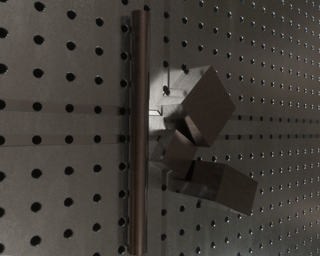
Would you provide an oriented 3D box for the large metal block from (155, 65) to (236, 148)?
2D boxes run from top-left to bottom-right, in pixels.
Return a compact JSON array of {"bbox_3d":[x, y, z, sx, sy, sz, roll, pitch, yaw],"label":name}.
[{"bbox_3d":[0.053,-0.030,0.440,0.080,0.050,0.080,-52,121,-27],"label":"large metal block"}]

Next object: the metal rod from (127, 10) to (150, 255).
[{"bbox_3d":[-0.027,0.005,0.388,0.025,0.025,0.298,1,89,-40],"label":"metal rod"}]

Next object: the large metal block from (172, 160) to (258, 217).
[{"bbox_3d":[0.078,0.084,0.442,0.080,0.080,0.050,30,71,-36],"label":"large metal block"}]

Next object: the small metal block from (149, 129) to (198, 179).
[{"bbox_3d":[0.020,0.036,0.428,0.050,0.025,0.050,39,66,-33],"label":"small metal block"}]
